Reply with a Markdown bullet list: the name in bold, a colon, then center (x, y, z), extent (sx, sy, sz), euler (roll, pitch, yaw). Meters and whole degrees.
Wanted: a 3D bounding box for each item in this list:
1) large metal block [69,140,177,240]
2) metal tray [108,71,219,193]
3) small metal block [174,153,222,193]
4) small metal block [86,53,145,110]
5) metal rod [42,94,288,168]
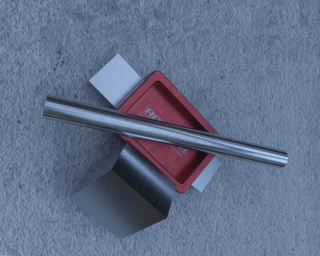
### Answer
- **large metal block**: center (-0.042, 0.074, 0.357), extent (0.080, 0.080, 0.050), euler (45, 34, -15)
- **metal tray**: center (0.007, 0.006, 0.384), extent (0.130, 0.030, 0.090), euler (46, 76, -15)
- **small metal block**: center (0.048, 0.053, 0.429), extent (0.050, 0.025, 0.050), euler (40, 77, -16)
- **small metal block**: center (-0.055, -0.056, 0.390), extent (0.050, 0.025, 0.050), euler (47, 75, -15)
- **metal rod**: center (0.023, 0.010, 0.361), extent (0.302, 0.025, 0.025), euler (13, 86, -20)
